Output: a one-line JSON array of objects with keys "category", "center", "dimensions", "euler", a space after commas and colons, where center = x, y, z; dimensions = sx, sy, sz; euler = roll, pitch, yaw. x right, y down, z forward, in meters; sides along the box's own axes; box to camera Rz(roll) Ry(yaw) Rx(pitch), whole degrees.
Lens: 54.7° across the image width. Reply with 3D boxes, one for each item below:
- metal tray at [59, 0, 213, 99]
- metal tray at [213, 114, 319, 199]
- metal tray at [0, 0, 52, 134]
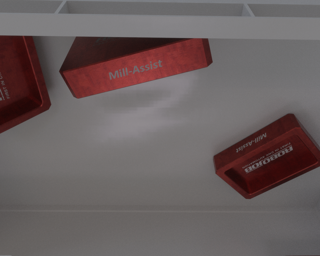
[{"category": "metal tray", "center": [-0.021, -0.079, 0.298], "dimensions": [0.131, 0.090, 0.030], "euler": [-12, 129, 10]}, {"category": "metal tray", "center": [0.155, 0.046, 0.445], "dimensions": [0.130, 0.030, 0.090], "euler": [-34, 123, 25]}, {"category": "metal tray", "center": [-0.172, -0.059, 0.316], "dimensions": [0.030, 0.091, 0.129], "euler": [31, 139, 31]}]
